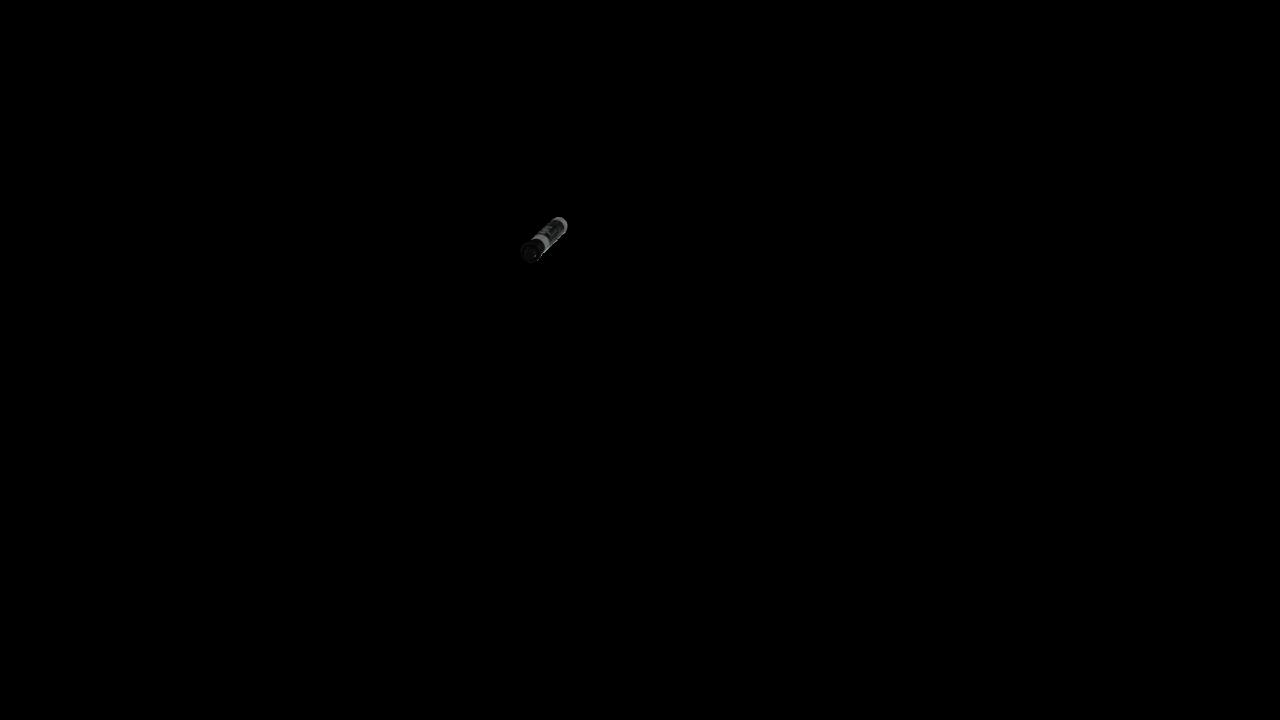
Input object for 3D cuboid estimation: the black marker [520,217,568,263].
[{"bbox_3d":[-0.092,-0.118,0.598,0.020,0.020,0.121,0,24,7],"label":"black marker"}]
